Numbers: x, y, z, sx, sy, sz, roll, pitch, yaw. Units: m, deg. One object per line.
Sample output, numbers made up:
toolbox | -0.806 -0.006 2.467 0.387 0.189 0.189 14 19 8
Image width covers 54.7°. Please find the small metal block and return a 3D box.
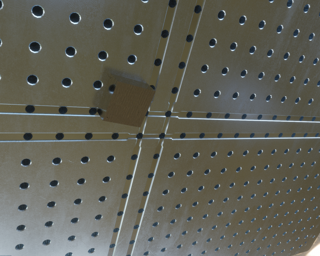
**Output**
small metal block | -0.041 -0.032 0.371 0.050 0.025 0.050 11 113 -34
